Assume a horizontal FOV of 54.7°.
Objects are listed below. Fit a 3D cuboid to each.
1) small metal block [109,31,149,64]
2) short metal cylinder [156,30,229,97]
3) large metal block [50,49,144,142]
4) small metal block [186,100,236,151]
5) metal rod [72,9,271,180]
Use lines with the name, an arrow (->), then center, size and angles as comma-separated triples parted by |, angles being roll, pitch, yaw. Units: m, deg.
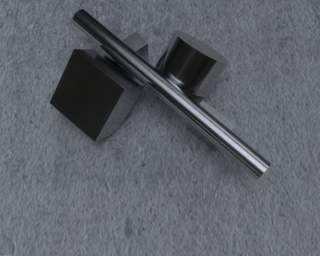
small metal block -> -0.044, -0.098, 0.432 | 0.050, 0.050, 0.025 | -37, 75, -13
short metal cylinder -> 0.042, -0.084, 0.405 | 0.080, 0.080, 0.050 | 37, 115, 12
large metal block -> -0.080, -0.043, 0.392 | 0.080, 0.050, 0.080 | 39, 115, 12
small metal block -> 0.063, -0.002, 0.394 | 0.050, 0.050, 0.025 | 39, 75, 12
metal rod -> 0.004, -0.049, 0.374 | 0.300, 0.025, 0.025 | 41, 75, 13
